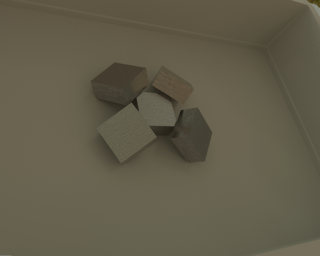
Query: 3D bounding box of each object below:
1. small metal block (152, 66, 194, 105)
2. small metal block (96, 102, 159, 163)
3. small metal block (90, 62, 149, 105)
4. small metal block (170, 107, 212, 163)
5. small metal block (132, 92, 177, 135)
[{"bbox_3d":[0.017,-0.061,0.434,0.050,0.025,0.050,31,15,-9],"label":"small metal block"},{"bbox_3d":[-0.037,0.007,0.364,0.050,0.025,0.050,-36,81,-1],"label":"small metal block"},{"bbox_3d":[-0.050,-0.057,0.395,0.050,0.025,0.050,15,45,27],"label":"small metal block"},{"bbox_3d":[0.043,0.010,0.406,0.050,0.025,0.050,55,42,-35],"label":"small metal block"},{"bbox_3d":[-0.010,-0.019,0.408,0.050,0.025,0.050,2,61,-28],"label":"small metal block"}]
